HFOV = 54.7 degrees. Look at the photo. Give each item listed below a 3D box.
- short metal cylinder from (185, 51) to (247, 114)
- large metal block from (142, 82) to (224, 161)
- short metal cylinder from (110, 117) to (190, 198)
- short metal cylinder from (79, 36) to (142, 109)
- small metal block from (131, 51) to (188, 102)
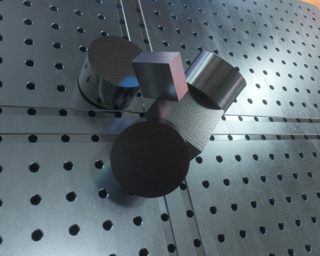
[{"bbox_3d":[0.073,-0.063,0.437,0.080,0.080,0.050,37,90,-4],"label":"short metal cylinder"},{"bbox_3d":[0.025,-0.010,0.404,0.080,0.050,0.080,38,51,-3],"label":"large metal block"},{"bbox_3d":[-0.009,0.029,0.338,0.080,0.050,0.079,0,97,1],"label":"short metal cylinder"},{"bbox_3d":[-0.059,-0.071,0.400,0.081,0.050,0.080,14,56,-21],"label":"short metal cylinder"},{"bbox_3d":[0.001,-0.060,0.361,0.050,0.050,0.025,10,45,31],"label":"small metal block"}]
